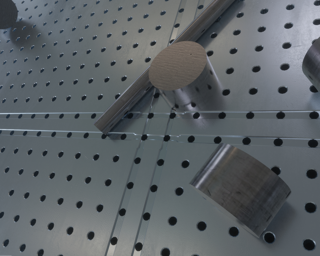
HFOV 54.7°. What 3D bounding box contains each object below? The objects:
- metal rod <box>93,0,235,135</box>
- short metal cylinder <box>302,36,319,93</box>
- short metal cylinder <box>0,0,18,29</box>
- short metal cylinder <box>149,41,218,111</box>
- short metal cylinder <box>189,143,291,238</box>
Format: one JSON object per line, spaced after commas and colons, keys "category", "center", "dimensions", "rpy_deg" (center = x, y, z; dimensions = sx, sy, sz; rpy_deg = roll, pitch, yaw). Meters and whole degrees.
{"category": "metal rod", "center": [0.014, -0.107, 0.466], "dimensions": [0.300, 0.025, 0.025], "rpy_deg": [-47, 51, -5]}
{"category": "short metal cylinder", "center": [0.194, -0.063, 0.310], "dimensions": [0.080, 0.080, 0.050], "rpy_deg": [-27, 53, 11]}
{"category": "short metal cylinder", "center": [-0.401, -0.288, 0.760], "dimensions": [0.050, 0.080, 0.080], "rpy_deg": [29, 78, 37]}
{"category": "short metal cylinder", "center": [0.032, -0.070, 0.418], "dimensions": [0.080, 0.050, 0.080], "rpy_deg": [-13, 56, 21]}
{"category": "short metal cylinder", "center": [0.075, 0.059, 0.298], "dimensions": [0.080, 0.080, 0.050], "rpy_deg": [33, 80, 38]}
